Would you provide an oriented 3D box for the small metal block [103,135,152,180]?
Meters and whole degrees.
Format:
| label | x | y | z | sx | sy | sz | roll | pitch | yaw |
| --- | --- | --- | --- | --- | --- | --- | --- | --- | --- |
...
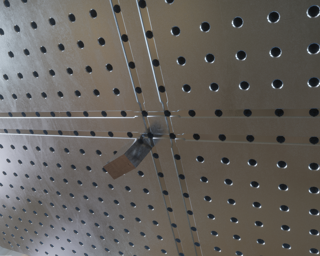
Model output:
| label | x | y | z | sx | sy | sz | roll | pitch | yaw |
| --- | --- | --- | --- | --- | --- | --- | --- | --- | --- |
| small metal block | -0.046 | 0.042 | 0.446 | 0.050 | 0.050 | 0.025 | -32 | 101 | 38 |
